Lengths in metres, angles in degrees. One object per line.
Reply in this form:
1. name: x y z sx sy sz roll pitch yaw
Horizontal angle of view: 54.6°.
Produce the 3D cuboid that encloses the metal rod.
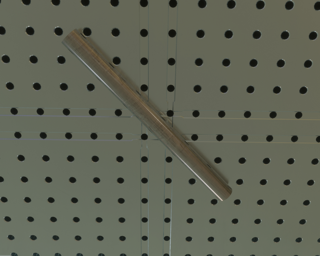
1. metal rod: -0.007 -0.008 0.411 0.025 0.025 0.300 -41 105 13
